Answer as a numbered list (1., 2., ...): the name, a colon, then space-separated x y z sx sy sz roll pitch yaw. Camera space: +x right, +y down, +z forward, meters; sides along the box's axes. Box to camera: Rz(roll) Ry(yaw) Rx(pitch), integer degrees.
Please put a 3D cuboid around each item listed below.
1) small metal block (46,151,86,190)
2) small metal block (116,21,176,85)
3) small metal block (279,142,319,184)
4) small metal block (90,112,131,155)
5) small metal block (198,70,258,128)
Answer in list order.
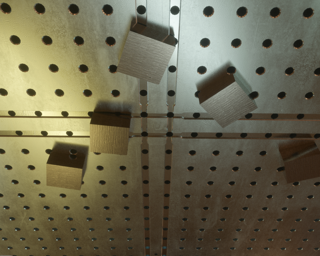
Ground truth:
1. small metal block: -0.141 0.065 0.465 0.050 0.025 0.050 10 130 -9
2. small metal block: -0.016 -0.082 0.342 0.050 0.025 0.050 16 128 -14
3. small metal block: 0.207 0.052 0.457 0.050 0.025 0.050 -16 129 12
4. small metal block: -0.067 0.008 0.418 0.050 0.025 0.050 6 130 -5
5. small metal block: 0.083 -0.034 0.383 0.050 0.025 0.050 -34 123 25
